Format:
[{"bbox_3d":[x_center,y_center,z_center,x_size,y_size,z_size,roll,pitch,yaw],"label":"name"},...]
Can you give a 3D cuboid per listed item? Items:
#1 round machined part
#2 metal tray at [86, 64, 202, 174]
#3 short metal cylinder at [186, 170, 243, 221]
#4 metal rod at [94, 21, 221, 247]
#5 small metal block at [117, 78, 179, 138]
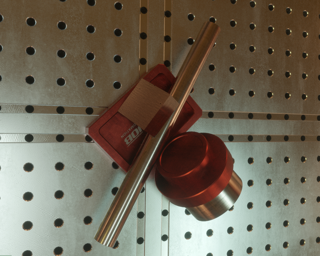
[{"bbox_3d":[0.035,0.043,0.377,0.098,0.098,0.042,-48,127,-14],"label":"round machined part"},{"bbox_3d":[-0.018,-0.009,0.403,0.130,0.030,0.090,-45,104,-15],"label":"metal tray"},{"bbox_3d":[0.059,0.074,0.405,0.080,0.080,0.050,-45,105,-15],"label":"short metal cylinder"},{"bbox_3d":[0.002,0.000,0.382,0.025,0.025,0.299,30,80,-18],"label":"metal rod"},{"bbox_3d":[-0.014,-0.025,0.372,0.050,0.050,0.025,-54,145,-3],"label":"small metal block"}]
